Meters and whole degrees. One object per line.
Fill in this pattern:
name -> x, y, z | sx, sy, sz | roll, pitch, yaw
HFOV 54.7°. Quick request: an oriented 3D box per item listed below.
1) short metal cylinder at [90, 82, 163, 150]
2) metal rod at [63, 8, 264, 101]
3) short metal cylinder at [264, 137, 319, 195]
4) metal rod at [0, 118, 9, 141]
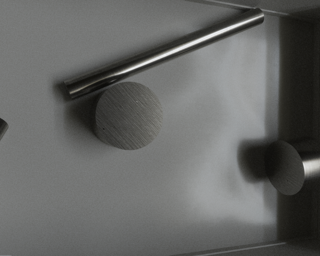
short metal cylinder -> -0.043, -0.014, 0.382 | 0.081, 0.050, 0.079 | 0, 90, -21
metal rod -> 0.019, -0.106, 0.418 | 0.302, 0.025, 0.025 | -26, 99, -19
short metal cylinder -> 0.202, 0.055, 0.458 | 0.050, 0.080, 0.079 | -7, 93, -20
metal rod -> -0.209, 0.109, 0.253 | 0.025, 0.025, 0.300 | 28, 49, -18
